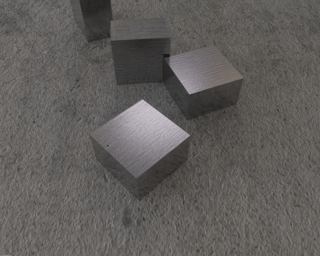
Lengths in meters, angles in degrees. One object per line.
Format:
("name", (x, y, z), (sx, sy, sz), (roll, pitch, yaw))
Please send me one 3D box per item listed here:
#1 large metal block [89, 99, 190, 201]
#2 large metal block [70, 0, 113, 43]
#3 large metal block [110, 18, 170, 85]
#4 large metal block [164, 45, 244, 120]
("large metal block", (-0.023, 0.023, 0.367), (0.080, 0.050, 0.080), (-37, 59, -27))
("large metal block", (-0.122, -0.211, 0.544), (0.050, 0.080, 0.080), (-22, 53, -17))
("large metal block", (-0.028, -0.113, 0.462), (0.081, 0.080, 0.050), (-4, 50, -4))
("large metal block", (0.058, -0.067, 0.443), (0.081, 0.050, 0.080), (-18, 52, -15))
